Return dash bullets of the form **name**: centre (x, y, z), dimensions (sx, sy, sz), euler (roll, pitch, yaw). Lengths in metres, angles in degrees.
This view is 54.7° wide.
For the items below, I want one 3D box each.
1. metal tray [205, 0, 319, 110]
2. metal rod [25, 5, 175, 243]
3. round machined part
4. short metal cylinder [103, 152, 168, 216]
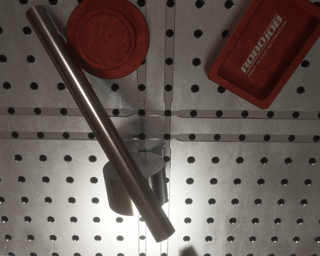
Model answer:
- **metal tray**: centre (0.126, -0.099, 0.376), dimensions (0.090, 0.030, 0.129), euler (28, 107, -10)
- **metal rod**: centre (-0.069, -0.007, 0.355), dimensions (0.025, 0.025, 0.299), euler (-31, 87, 10)
- **round machined part**: centre (-0.061, -0.105, 0.365), dimensions (0.099, 0.042, 0.097), euler (0, 110, -1)
- **short metal cylinder**: centre (-0.032, 0.071, 0.410), dimensions (0.080, 0.080, 0.050), euler (-5, 110, 1)
